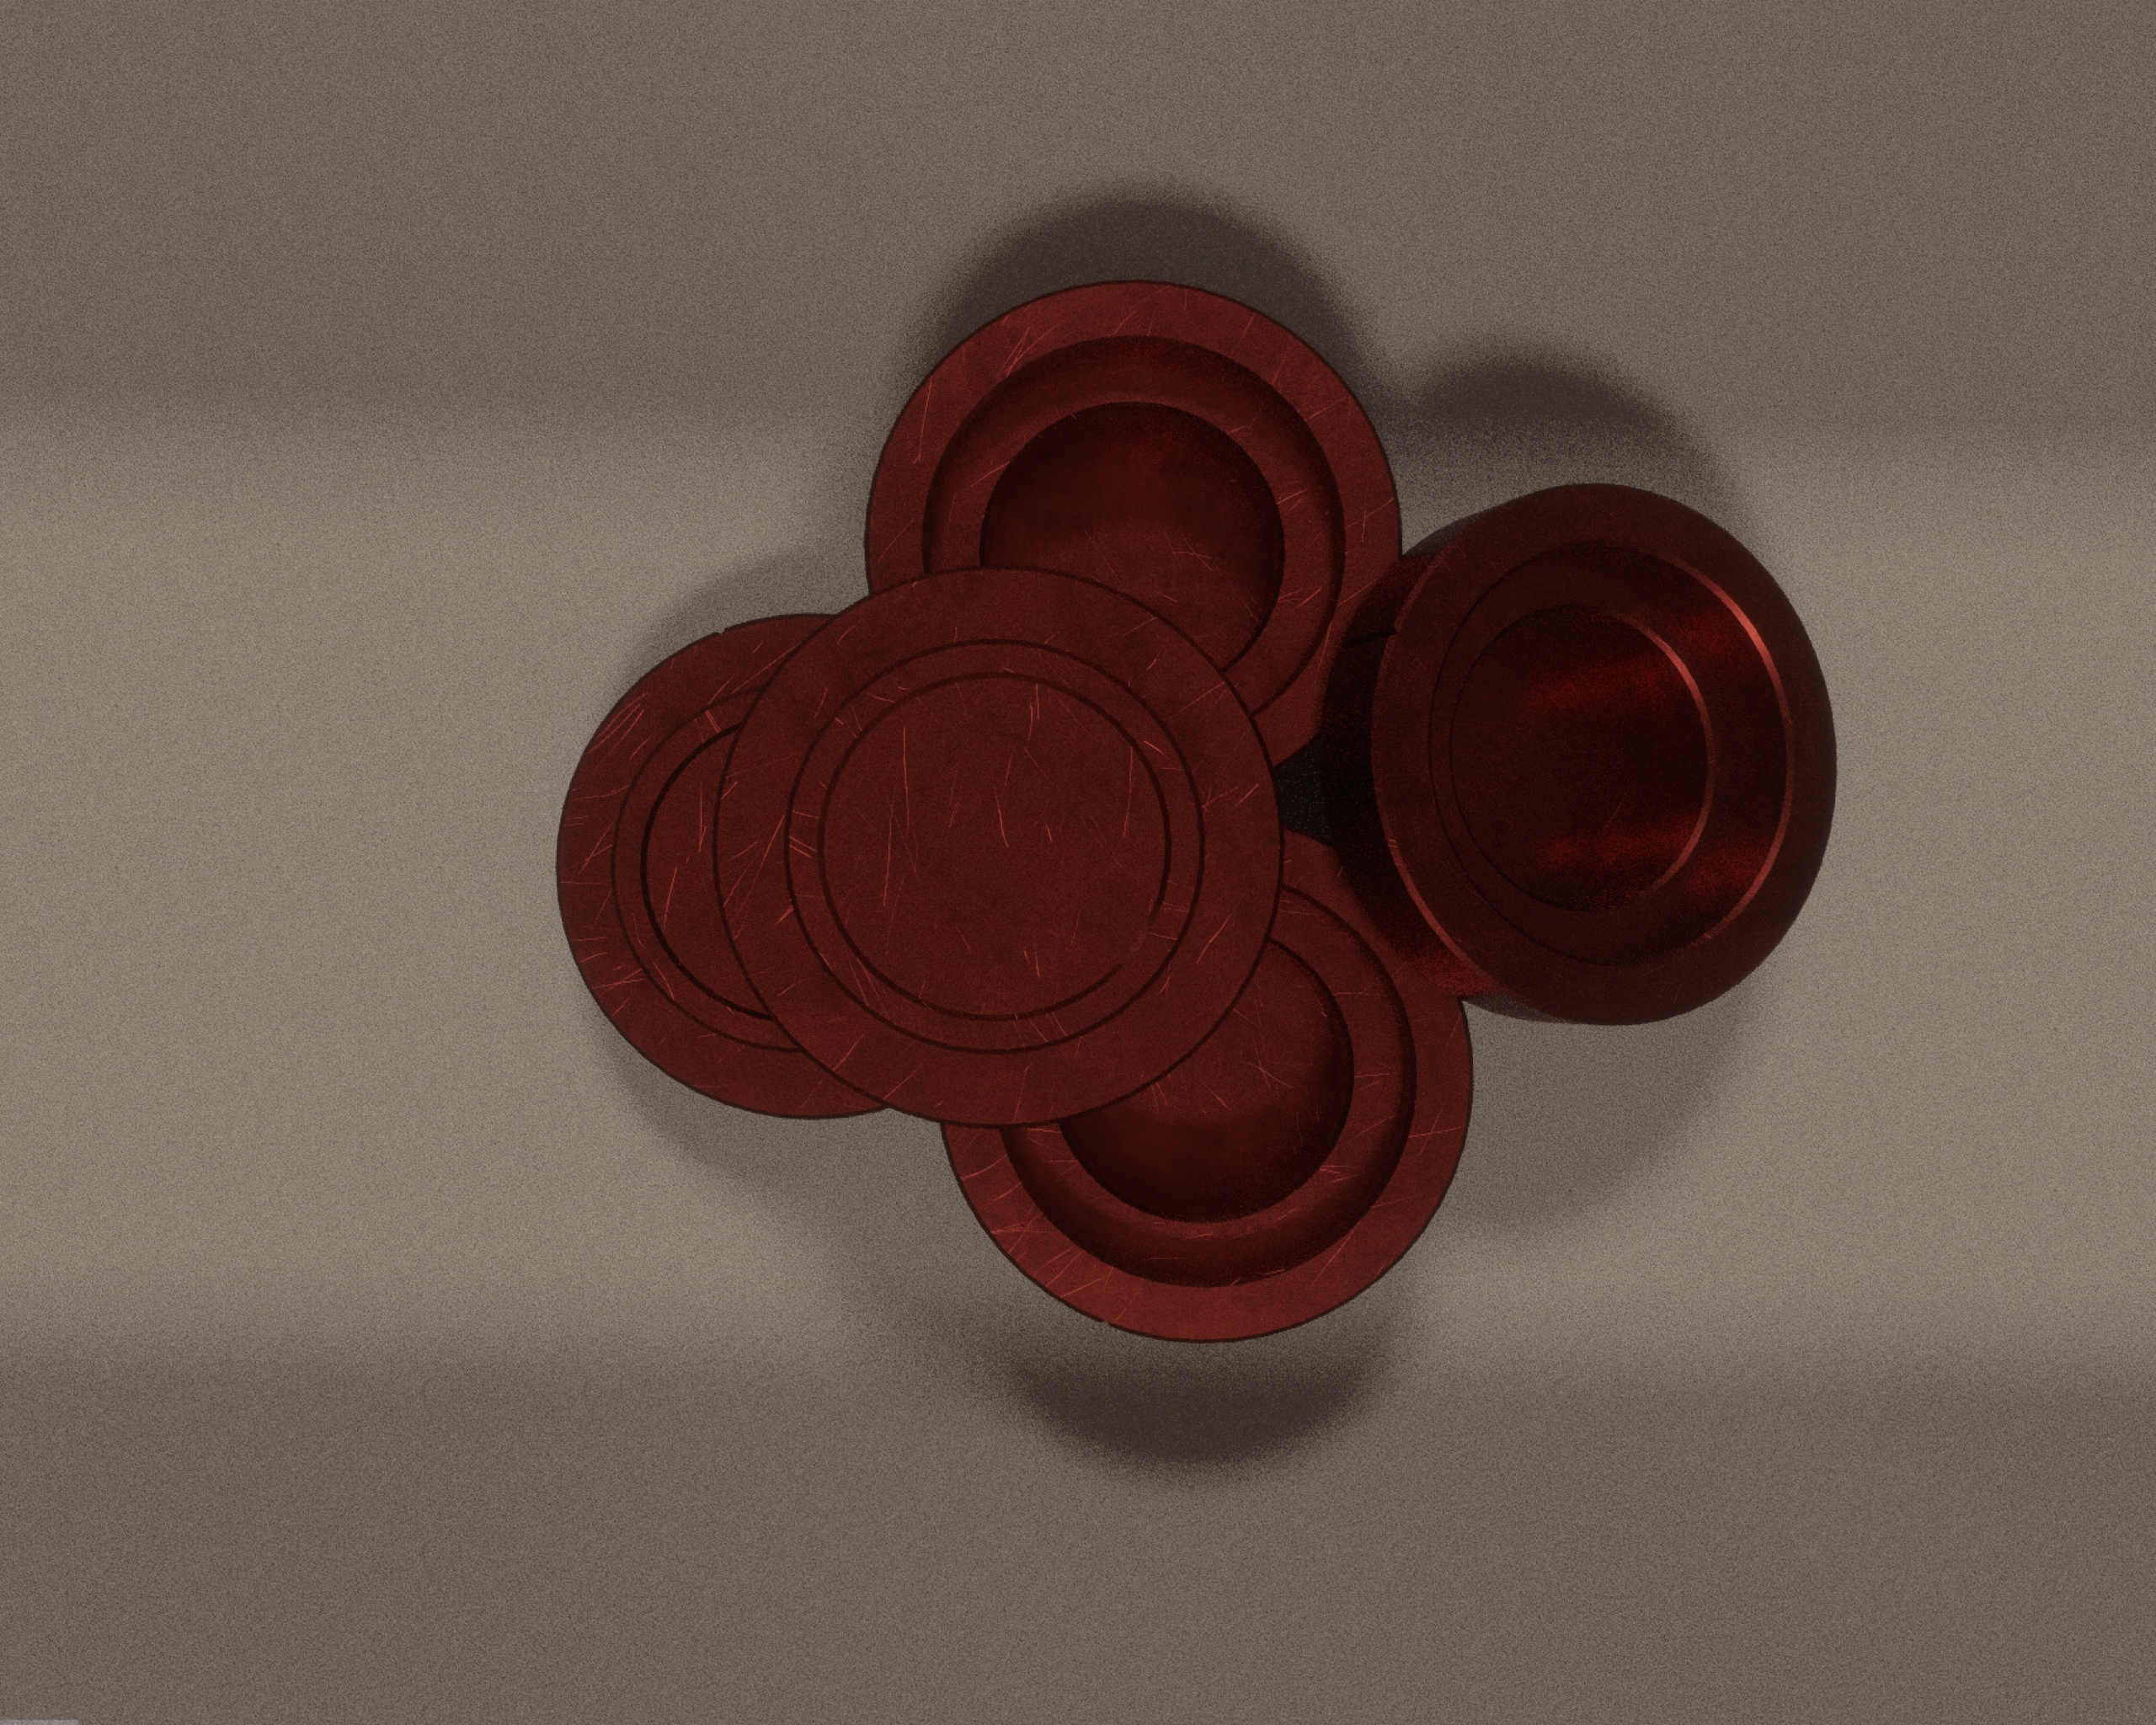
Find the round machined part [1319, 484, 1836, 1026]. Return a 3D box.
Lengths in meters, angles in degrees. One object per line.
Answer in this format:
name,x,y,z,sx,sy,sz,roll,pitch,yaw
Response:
round machined part,0.089,-0.019,0.392,0.099,0.042,0.097,1,87,-21

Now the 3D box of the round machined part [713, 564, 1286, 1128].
round machined part,-0.013,-0.003,0.358,0.099,0.042,0.097,0,90,-1

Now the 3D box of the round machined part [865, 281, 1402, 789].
round machined part,0.010,-0.058,0.402,0.099,0.042,0.097,0,90,-1

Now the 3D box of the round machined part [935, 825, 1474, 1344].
round machined part,0.023,0.039,0.401,0.099,0.042,0.097,0,90,-1

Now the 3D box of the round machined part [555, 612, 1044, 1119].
round machined part,-0.051,0.001,0.399,0.099,0.042,0.097,0,90,-1
